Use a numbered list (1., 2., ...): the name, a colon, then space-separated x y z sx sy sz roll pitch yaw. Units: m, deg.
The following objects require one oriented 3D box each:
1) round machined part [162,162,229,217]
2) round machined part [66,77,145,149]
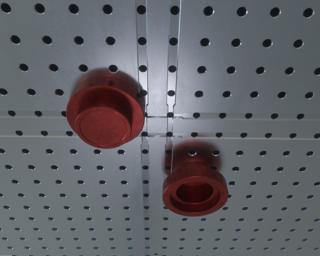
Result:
1. round machined part: 0.053 0.091 0.478 0.099 0.042 0.097 0 130 0
2. round machined part: -0.069 -0.012 0.390 0.099 0.042 0.097 0 130 0
